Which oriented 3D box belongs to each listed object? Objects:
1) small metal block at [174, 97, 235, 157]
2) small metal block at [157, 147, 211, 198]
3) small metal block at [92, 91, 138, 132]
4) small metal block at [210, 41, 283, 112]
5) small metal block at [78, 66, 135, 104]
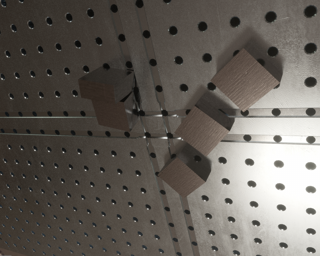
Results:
[{"bbox_3d":[0.054,-0.001,0.381,0.050,0.025,0.050,37,129,3],"label":"small metal block"},{"bbox_3d":[0.033,0.063,0.431,0.050,0.025,0.050,41,129,-1],"label":"small metal block"},{"bbox_3d":[-0.061,-0.026,0.420,0.050,0.025,0.050,12,134,21],"label":"small metal block"},{"bbox_3d":[0.091,-0.054,0.329,0.050,0.025,0.050,43,129,-2],"label":"small metal block"},{"bbox_3d":[-0.066,-0.056,0.394,0.050,0.050,0.025,12,123,21],"label":"small metal block"}]
